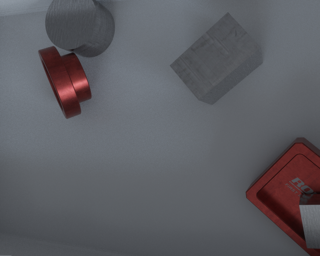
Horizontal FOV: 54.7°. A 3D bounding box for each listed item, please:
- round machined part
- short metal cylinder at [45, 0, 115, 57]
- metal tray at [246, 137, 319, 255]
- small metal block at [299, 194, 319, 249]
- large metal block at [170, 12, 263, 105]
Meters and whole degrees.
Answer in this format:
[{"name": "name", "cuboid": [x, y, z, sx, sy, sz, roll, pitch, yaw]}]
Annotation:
[{"name": "round machined part", "cuboid": [-0.127, -0.065, 0.425, 0.042, 0.098, 0.098, -23, 81, -18]}, {"name": "short metal cylinder", "cuboid": [-0.111, -0.144, 0.435, 0.080, 0.050, 0.079, 0, 90, 19]}, {"name": "metal tray", "cuboid": [0.173, 0.085, 0.337, 0.130, 0.030, 0.090, 43, 115, 15]}, {"name": "small metal block", "cuboid": [0.177, 0.097, 0.323, 0.050, 0.025, 0.050, -9, 100, 28]}, {"name": "large metal block", "cuboid": [0.068, -0.074, 0.357, 0.080, 0.080, 0.050, -41, 78, 15]}]
